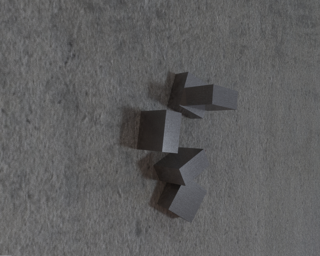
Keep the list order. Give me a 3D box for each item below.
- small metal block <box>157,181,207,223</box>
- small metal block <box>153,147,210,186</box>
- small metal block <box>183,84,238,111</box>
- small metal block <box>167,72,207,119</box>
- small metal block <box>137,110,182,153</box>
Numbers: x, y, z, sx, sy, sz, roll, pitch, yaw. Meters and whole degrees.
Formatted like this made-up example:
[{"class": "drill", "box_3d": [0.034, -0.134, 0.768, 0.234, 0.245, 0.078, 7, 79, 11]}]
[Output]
[{"class": "small metal block", "box_3d": [0.032, 0.096, 0.430, 0.050, 0.025, 0.050, 39, 72, -34]}, {"class": "small metal block", "box_3d": [0.029, 0.050, 0.415, 0.050, 0.050, 0.025, -33, 111, -35]}, {"class": "small metal block", "box_3d": [0.068, -0.039, 0.415, 0.050, 0.050, 0.025, 7, 86, -40]}, {"class": "small metal block", "box_3d": [0.042, -0.045, 0.443, 0.050, 0.025, 0.050, 25, 74, -38]}, {"class": "small metal block", "box_3d": [-0.002, 0.004, 0.389, 0.025, 0.050, 0.050, 10, 84, -40]}]
